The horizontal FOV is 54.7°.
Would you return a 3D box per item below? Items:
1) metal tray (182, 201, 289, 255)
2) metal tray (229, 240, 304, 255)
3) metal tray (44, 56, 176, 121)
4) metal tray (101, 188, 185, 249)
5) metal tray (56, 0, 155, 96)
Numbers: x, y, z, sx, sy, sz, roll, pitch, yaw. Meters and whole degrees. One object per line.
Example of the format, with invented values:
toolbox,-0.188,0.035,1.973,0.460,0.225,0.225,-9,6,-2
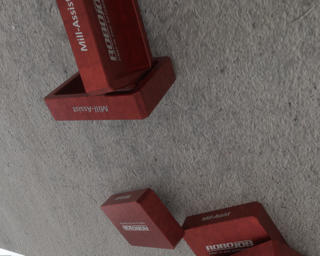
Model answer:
metal tray,0.104,0.162,0.449,0.130,0.030,0.090,-26,105,37
metal tray,0.136,0.205,0.431,0.090,0.030,0.129,34,127,-23
metal tray,-0.057,-0.046,0.364,0.130,0.090,0.030,0,126,28
metal tray,-0.031,0.144,0.487,0.090,0.030,0.130,54,143,-9
metal tray,-0.053,-0.106,0.313,0.030,0.091,0.129,-8,105,32
